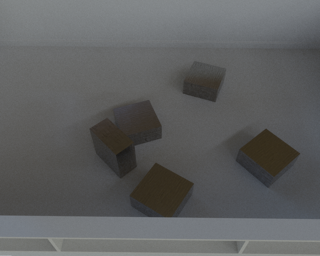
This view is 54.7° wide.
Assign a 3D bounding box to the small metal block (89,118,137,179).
[{"bbox_3d":[-0.055,0.024,0.368,0.025,0.050,0.050,-35,59,-26],"label":"small metal block"}]

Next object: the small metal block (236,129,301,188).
[{"bbox_3d":[0.130,0.036,0.376,0.050,0.025,0.050,-32,57,-24],"label":"small metal block"}]

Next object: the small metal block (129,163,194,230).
[{"bbox_3d":[0.002,0.074,0.343,0.050,0.025,0.050,27,55,20],"label":"small metal block"}]

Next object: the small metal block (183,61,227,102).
[{"bbox_3d":[0.067,-0.070,0.464,0.050,0.025,0.050,17,52,13],"label":"small metal block"}]

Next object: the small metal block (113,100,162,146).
[{"bbox_3d":[-0.030,-0.006,0.410,0.050,0.025,0.050,-16,52,-13],"label":"small metal block"}]
